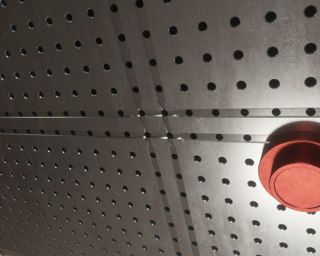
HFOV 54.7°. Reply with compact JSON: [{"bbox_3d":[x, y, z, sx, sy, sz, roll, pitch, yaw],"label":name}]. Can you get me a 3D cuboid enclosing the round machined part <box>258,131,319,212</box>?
[{"bbox_3d":[0.161,0.055,0.349,0.098,0.042,0.097,13,124,20],"label":"round machined part"}]
